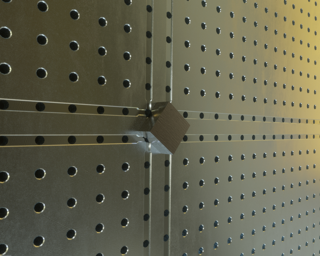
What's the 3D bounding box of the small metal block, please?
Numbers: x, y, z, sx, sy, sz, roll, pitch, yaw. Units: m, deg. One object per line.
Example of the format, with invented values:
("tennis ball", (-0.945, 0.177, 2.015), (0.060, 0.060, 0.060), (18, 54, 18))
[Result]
("small metal block", (0.007, 0.000, 0.414), (0.050, 0.025, 0.050), (46, 63, -31))
